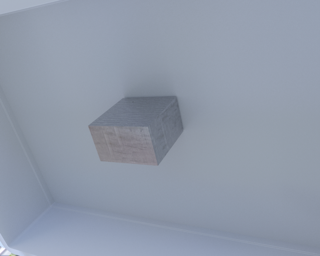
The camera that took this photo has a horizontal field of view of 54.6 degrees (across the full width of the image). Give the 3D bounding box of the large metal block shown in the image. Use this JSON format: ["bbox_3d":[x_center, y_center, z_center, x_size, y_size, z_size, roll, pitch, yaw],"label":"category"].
[{"bbox_3d":[-0.027,0.001,0.385,0.080,0.080,0.050,1,119,27],"label":"large metal block"}]
